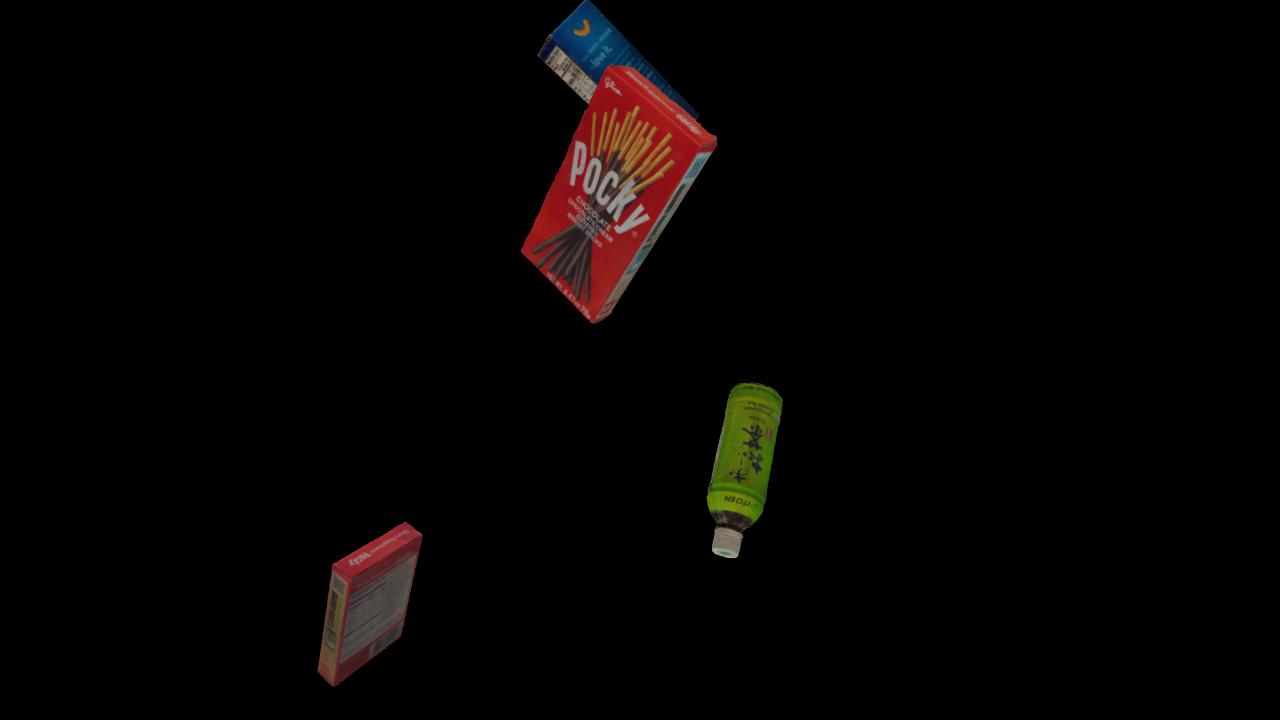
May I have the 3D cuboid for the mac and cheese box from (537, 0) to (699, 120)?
[{"bbox_3d":[-0.020,-0.320,0.720,0.184,0.093,0.041,40,-32,-18],"label":"mac and cheese box"}]

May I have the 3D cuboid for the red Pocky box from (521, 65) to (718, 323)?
[{"bbox_3d":[-0.022,-0.107,0.418,0.028,0.083,0.155,-29,-21,-51],"label":"red Pocky box"}]

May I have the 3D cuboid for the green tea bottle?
[{"bbox_3d":[0.122,0.131,0.743,0.073,0.212,0.073,14,-29,8],"label":"green tea bottle"}]

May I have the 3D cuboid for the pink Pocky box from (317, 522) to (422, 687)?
[{"bbox_3d":[-0.267,0.240,0.607,0.029,0.155,0.084,30,27,19],"label":"pink Pocky box"}]
